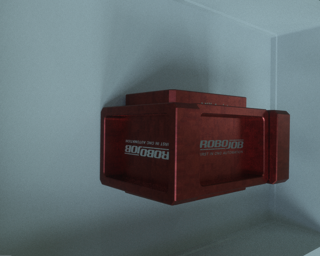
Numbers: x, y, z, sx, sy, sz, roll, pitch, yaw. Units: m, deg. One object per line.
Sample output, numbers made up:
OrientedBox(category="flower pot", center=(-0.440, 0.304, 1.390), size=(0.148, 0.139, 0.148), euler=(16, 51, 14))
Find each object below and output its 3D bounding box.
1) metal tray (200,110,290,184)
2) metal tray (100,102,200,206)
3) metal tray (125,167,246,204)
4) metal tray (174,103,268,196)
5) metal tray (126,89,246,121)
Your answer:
OrientedBox(category="metal tray", center=(0.109, 0.022, 0.426), size=(0.030, 0.130, 0.089), euler=(1, 90, -40))
OrientedBox(category="metal tray", center=(-0.017, 0.022, 0.322), size=(0.030, 0.130, 0.089), euler=(1, 90, -40))
OrientedBox(category="metal tray", center=(0.033, 0.064, 0.388), size=(0.131, 0.090, 0.030), euler=(0, 90, -40))
OrientedBox(category="metal tray", center=(0.072, 0.022, 0.344), size=(0.131, 0.030, 0.089), euler=(1, 89, -40))
OrientedBox(category="metal tray", center=(0.034, -0.025, 0.389), size=(0.131, 0.090, 0.030), euler=(0, 91, -40))
